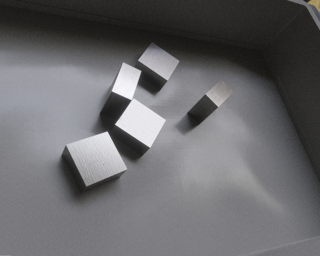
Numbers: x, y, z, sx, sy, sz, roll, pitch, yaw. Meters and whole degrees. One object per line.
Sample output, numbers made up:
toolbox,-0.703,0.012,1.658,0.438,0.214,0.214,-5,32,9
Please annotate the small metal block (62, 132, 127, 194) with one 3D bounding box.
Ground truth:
small metal block,-0.073,0.038,0.344,0.050,0.025,0.050,-20,72,-36

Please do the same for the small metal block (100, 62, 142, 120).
small metal block,-0.050,-0.045,0.392,0.025,0.050,0.050,24,53,-14

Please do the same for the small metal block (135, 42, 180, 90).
small metal block,-0.006,-0.092,0.460,0.050,0.025,0.050,34,51,-7

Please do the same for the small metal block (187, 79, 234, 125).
small metal block,0.075,-0.038,0.455,0.025,0.050,0.050,46,51,3

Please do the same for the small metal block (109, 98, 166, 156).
small metal block,-0.028,-0.001,0.393,0.050,0.025,0.050,34,51,-6
